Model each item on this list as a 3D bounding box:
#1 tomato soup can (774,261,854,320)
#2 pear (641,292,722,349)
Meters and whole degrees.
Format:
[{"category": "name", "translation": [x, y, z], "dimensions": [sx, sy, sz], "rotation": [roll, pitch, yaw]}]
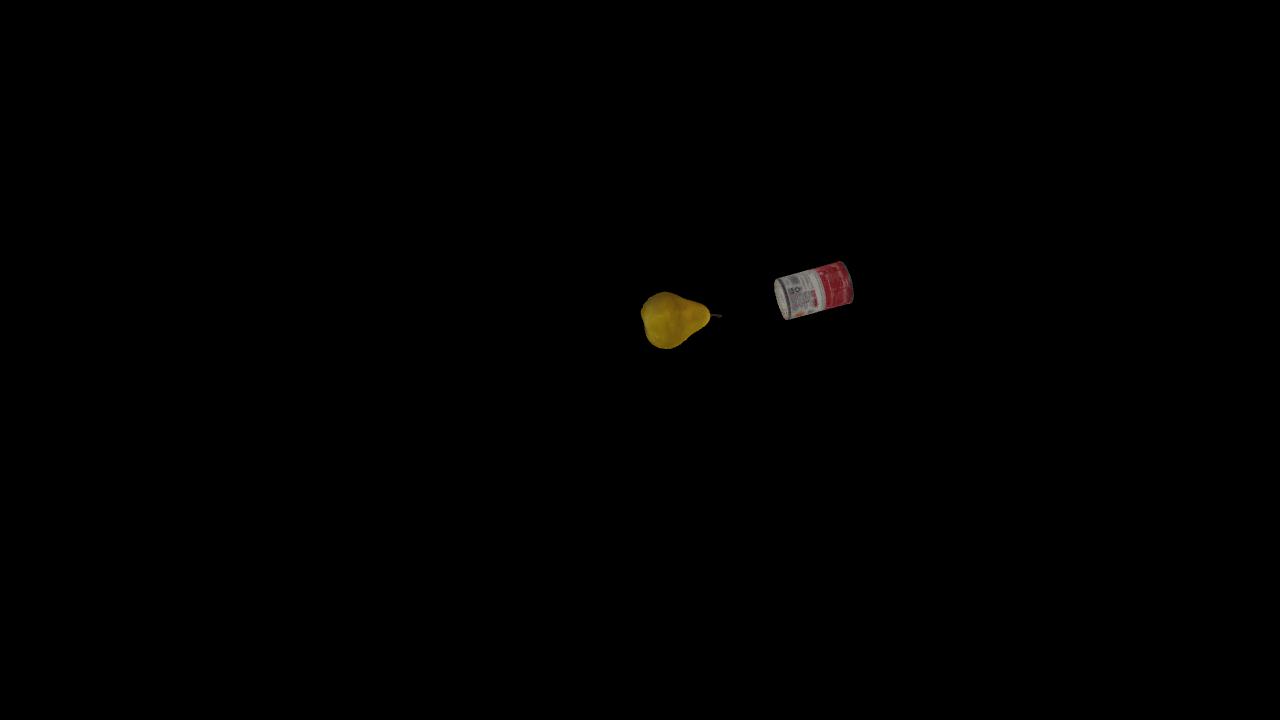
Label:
[{"category": "tomato soup can", "translation": [0.262, -0.104, 0.935], "dimensions": [0.101, 0.068, 0.068], "rotation": [-16, 0, 1]}, {"category": "pear", "translation": [0.059, -0.061, 0.855], "dimensions": [0.111, 0.080, 0.080], "rotation": [-15, 0, -1]}]
